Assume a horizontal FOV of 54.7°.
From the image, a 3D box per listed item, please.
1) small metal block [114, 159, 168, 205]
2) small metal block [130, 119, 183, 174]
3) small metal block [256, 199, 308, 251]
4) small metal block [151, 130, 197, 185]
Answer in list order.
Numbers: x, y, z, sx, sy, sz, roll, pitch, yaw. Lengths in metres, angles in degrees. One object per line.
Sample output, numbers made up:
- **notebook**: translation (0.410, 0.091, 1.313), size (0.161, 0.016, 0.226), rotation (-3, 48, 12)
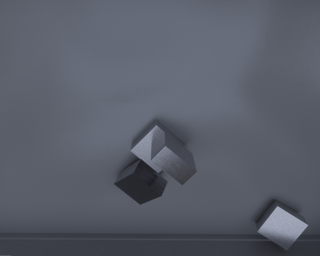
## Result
- **small metal block**: translation (-0.027, 0.076, 0.427), size (0.050, 0.025, 0.050), rotation (42, 135, -14)
- **small metal block**: translation (-0.004, 0.025, 0.421), size (0.050, 0.025, 0.050), rotation (42, 104, -14)
- **small metal block**: translation (0.180, 0.143, 0.460), size (0.050, 0.025, 0.050), rotation (32, 105, 4)
- **small metal block**: translation (0.016, 0.036, 0.385), size (0.050, 0.050, 0.025), rotation (40, 105, -14)
